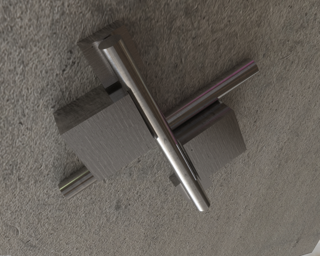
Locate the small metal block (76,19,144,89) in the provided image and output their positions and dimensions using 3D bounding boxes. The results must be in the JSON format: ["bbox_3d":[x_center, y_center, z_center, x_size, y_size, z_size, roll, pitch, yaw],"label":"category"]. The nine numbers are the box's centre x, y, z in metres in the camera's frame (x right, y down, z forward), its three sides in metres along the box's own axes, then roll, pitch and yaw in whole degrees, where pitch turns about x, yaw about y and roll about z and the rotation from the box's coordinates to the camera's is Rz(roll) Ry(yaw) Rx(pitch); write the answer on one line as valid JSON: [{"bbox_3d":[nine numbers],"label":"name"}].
[{"bbox_3d":[-0.053,-0.079,0.332,0.050,0.025,0.050,-33,129,-7],"label":"small metal block"}]

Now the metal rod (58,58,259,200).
[{"bbox_3d":[0.003,-0.002,0.409,0.301,0.025,0.025,-34,129,-6],"label":"metal rod"}]

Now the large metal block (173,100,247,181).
[{"bbox_3d":[0.067,0.015,0.438,0.080,0.050,0.080,-34,129,-6],"label":"large metal block"}]

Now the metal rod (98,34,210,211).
[{"bbox_3d":[0.009,0.018,0.392,0.025,0.025,0.299,-34,129,-6],"label":"metal rod"}]

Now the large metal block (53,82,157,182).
[{"bbox_3d":[-0.062,0.002,0.357,0.080,0.050,0.080,-32,129,-7],"label":"large metal block"}]

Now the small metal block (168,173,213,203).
[{"bbox_3d":[0.049,0.083,0.487,0.050,0.025,0.050,-37,129,-4],"label":"small metal block"}]
